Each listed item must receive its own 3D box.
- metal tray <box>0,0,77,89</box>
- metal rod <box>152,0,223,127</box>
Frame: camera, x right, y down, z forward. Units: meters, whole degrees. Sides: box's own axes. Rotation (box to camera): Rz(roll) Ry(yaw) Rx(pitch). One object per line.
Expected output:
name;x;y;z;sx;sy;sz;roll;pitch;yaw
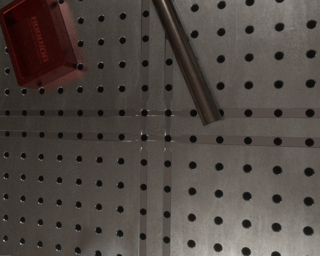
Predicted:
metal tray;-0.189;-0.136;0.474;0.090;0.030;0.129;-21;83;18
metal rod;0.013;-0.144;0.407;0.025;0.025;0.299;-24;82;18
